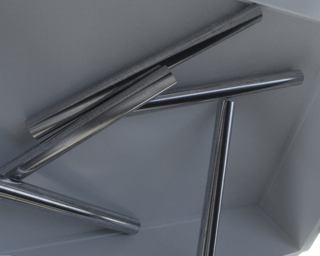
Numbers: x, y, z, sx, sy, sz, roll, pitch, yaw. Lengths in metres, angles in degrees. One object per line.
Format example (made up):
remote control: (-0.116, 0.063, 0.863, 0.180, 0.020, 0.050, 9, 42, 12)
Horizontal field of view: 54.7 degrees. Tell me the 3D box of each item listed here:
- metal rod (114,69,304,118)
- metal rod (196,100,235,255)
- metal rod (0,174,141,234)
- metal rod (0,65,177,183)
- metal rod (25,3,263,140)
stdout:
metal rod: (0.076, -0.050, 0.421, 0.303, 0.025, 0.025, -12, 124, -22)
metal rod: (0.073, 0.110, 0.431, 0.025, 0.025, 0.298, 12, 84, -34)
metal rod: (-0.118, 0.093, 0.371, 0.025, 0.025, 0.301, -47, 139, 4)
metal rod: (-0.116, 0.021, 0.339, 0.301, 0.025, 0.025, -32, 129, -1)
metal rod: (-0.010, -0.071, 0.360, 0.301, 0.025, 0.025, -30, 129, -10)
